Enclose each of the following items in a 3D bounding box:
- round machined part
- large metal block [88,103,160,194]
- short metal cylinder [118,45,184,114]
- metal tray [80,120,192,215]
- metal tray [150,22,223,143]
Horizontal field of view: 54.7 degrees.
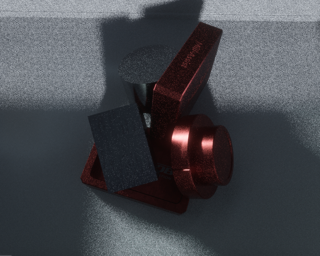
[{"bbox_3d":[0.054,0.032,0.355,0.042,0.098,0.098,-6,67,30],"label":"round machined part"},{"bbox_3d":[-0.036,0.022,0.346,0.050,0.080,0.080,-16,87,0],"label":"large metal block"},{"bbox_3d":[-0.008,-0.064,0.402,0.080,0.050,0.080,-7,47,8],"label":"short metal cylinder"},{"bbox_3d":[-0.020,0.046,0.387,0.131,0.030,0.090,16,71,6],"label":"metal tray"},{"bbox_3d":[0.032,-0.056,0.378,0.030,0.089,0.130,24,56,11],"label":"metal tray"}]
